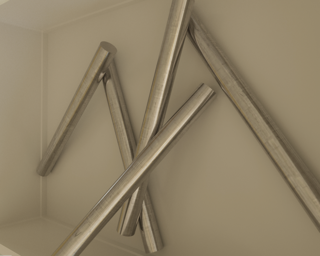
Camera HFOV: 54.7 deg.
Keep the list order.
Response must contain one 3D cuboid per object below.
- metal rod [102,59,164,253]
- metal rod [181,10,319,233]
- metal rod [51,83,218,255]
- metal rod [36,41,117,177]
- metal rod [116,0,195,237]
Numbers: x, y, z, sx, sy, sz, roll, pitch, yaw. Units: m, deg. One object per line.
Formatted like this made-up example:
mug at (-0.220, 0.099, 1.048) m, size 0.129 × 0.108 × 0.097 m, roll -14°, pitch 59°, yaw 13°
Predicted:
metal rod at (-0.048, 0.023, 0.446) m, size 0.025 × 0.025 × 0.299 m, roll -26°, pitch 74°, yaw 37°
metal rod at (0.090, -0.029, 0.332) m, size 0.025 × 0.025 × 0.299 m, roll -43°, pitch 64°, yaw 31°
metal rod at (-0.041, 0.068, 0.362) m, size 0.300 × 0.025 × 0.025 m, roll -49°, pitch 58°, yaw 0°
metal rod at (-0.147, -0.014, 0.507) m, size 0.298 × 0.025 × 0.025 m, roll -52°, pitch 60°, yaw 34°
metal rod at (-0.009, -0.005, 0.380) m, size 0.025 × 0.025 × 0.298 m, roll 23°, pitch 105°, yaw 37°
